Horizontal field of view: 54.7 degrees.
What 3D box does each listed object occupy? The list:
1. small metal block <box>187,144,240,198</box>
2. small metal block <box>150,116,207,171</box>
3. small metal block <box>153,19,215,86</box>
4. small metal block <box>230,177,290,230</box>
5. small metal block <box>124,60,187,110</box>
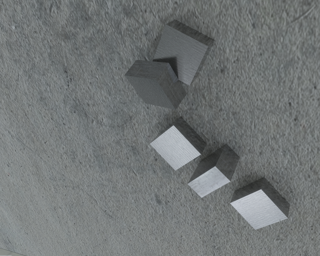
[{"bbox_3d":[0.068,0.053,0.388,0.025,0.050,0.050,45,129,-3],"label":"small metal block"},{"bbox_3d":[0.024,0.021,0.407,0.050,0.025,0.050,47,129,-5],"label":"small metal block"},{"bbox_3d":[0.025,-0.083,0.342,0.050,0.025,0.050,30,128,8],"label":"small metal block"},{"bbox_3d":[0.129,0.098,0.400,0.050,0.025,0.050,47,129,-5],"label":"small metal block"},{"bbox_3d":[-0.005,-0.050,0.357,0.050,0.025,0.050,15,154,40],"label":"small metal block"}]
